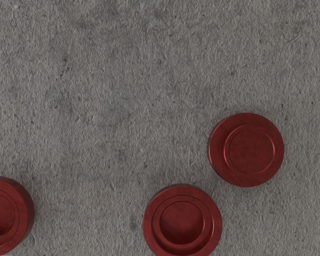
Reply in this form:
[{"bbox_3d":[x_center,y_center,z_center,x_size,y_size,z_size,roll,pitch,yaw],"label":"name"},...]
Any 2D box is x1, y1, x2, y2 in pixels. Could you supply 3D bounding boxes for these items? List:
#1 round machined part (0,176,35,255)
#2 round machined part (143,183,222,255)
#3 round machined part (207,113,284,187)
[{"bbox_3d":[-0.211,0.110,0.400,0.099,0.042,0.097,0,90,0],"label":"round machined part"},{"bbox_3d":[0.028,0.120,0.402,0.099,0.042,0.097,0,90,0],"label":"round machined part"},{"bbox_3d":[0.113,0.029,0.402,0.099,0.042,0.097,0,90,0],"label":"round machined part"}]
